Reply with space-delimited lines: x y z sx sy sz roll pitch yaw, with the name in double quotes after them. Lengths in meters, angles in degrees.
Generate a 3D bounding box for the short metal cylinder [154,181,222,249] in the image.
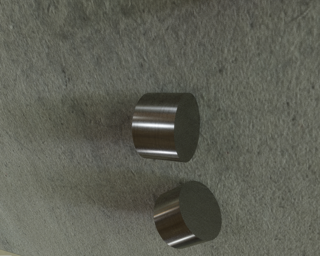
0.038 0.118 0.423 0.050 0.080 0.080 -35 99 38 "short metal cylinder"

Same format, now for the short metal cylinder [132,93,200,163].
0.010 -0.002 0.364 0.050 0.080 0.079 3 120 26 "short metal cylinder"
